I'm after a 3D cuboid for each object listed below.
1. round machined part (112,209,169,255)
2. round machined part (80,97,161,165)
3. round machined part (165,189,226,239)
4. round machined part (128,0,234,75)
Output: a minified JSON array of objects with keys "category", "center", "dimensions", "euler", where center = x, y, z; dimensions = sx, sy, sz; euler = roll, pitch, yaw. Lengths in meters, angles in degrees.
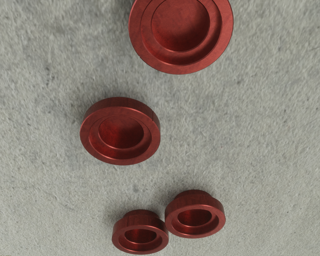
[{"category":"round machined part","center":[-0.034,0.181,0.550],"dimensions":[0.099,0.042,0.097],"euler":[-1,130,0]},{"category":"round machined part","center":[-0.049,0.000,0.395],"dimensions":[0.099,0.042,0.097],"euler":[-1,130,0]},{"category":"round machined part","center":[0.057,0.140,0.516],"dimensions":[0.099,0.042,0.097],"euler":[-1,130,0]},{"category":"round machined part","center":[0.019,-0.106,0.307],"dimensions":[0.099,0.042,0.097],"euler":[-1,130,0]}]
